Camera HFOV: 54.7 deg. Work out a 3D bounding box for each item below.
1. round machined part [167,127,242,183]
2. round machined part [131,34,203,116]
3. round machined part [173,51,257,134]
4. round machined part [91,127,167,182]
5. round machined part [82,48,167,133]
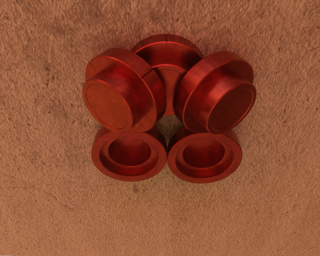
[{"bbox_3d":[0.059,0.029,0.423,0.099,0.042,0.097,-1,130,0],"label":"round machined part"},{"bbox_3d":[0.006,-0.052,0.352,0.099,0.042,0.097,-1,130,0],"label":"round machined part"},{"bbox_3d":[0.067,-0.032,0.343,0.099,0.042,0.097,-24,141,-21],"label":"round machined part"},{"bbox_3d":[-0.040,0.025,0.418,0.099,0.042,0.097,-1,130,0],"label":"round machined part"},{"bbox_3d":[-0.045,-0.033,0.337,0.098,0.042,0.097,24,139,23],"label":"round machined part"}]
